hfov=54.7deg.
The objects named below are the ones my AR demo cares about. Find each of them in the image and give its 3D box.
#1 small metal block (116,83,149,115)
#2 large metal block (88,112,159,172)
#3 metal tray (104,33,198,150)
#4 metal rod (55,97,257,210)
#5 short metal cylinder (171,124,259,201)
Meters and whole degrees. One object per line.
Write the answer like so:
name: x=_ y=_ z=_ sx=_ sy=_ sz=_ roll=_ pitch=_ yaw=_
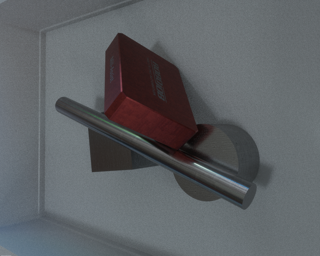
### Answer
small metal block: x=-0.029 y=-0.044 z=0.383 sx=0.050 sy=0.025 sz=0.050 roll=-3 pitch=52 yaw=13
large metal block: x=-0.053 y=0.017 z=0.430 sx=0.080 sy=0.050 sz=0.080 roll=-10 pitch=84 yaw=39
metal tray: x=-0.013 y=-0.044 z=0.340 sx=0.030 sy=0.090 sz=0.130 roll=-48 pitch=32 yaw=28
metal rod: x=-0.031 y=0.013 z=0.363 sx=0.300 sy=0.025 sz=0.025 roll=23 pitch=105 yaw=37
short metal cylinder: x=0.060 y=0.035 z=0.338 sx=0.080 sy=0.050 sz=0.079 roll=0 pitch=90 yaw=39
